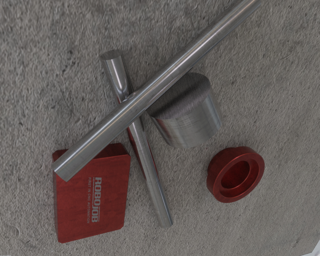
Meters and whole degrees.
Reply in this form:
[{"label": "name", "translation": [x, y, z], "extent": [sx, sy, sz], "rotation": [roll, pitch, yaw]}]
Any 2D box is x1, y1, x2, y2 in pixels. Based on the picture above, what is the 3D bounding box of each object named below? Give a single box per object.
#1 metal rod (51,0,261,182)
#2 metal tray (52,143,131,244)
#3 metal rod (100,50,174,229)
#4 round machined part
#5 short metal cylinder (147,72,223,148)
[{"label": "metal rod", "translation": [0.003, -0.053, 0.349], "extent": [0.301, 0.025, 0.025], "rotation": [-43, 130, -9]}, {"label": "metal tray", "translation": [-0.091, 0.086, 0.408], "extent": [0.091, 0.030, 0.129], "rotation": [-6, 121, -26]}, {"label": "metal rod", "translation": [-0.021, 0.038, 0.418], "extent": [0.025, 0.025, 0.298], "rotation": [-25, 128, -13]}, {"label": "round machined part", "translation": [0.117, 0.071, 0.504], "extent": [0.099, 0.042, 0.097], "rotation": [-14, 124, -21]}, {"label": "short metal cylinder", "translation": [0.029, -0.022, 0.374], "extent": [0.080, 0.080, 0.050], "rotation": [-35, 129, -6]}]
